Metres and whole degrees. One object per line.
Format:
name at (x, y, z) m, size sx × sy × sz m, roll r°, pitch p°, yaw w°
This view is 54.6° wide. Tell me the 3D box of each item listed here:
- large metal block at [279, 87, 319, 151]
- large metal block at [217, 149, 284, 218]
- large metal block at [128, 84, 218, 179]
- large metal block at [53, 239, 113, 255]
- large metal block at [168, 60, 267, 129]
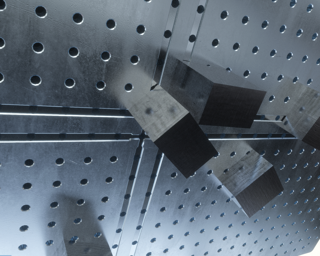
large metal block at (0.268, -0.013, 0.532) m, size 0.080 × 0.050 × 0.080 m, roll 21°, pitch 107°, yaw -36°
large metal block at (0.159, 0.098, 0.541) m, size 0.080 × 0.050 × 0.080 m, roll -39°, pitch 129°, yaw -2°
large metal block at (0.015, 0.004, 0.386) m, size 0.050 × 0.080 × 0.080 m, roll -40°, pitch 129°, yaw -1°
large metal block at (-0.108, 0.215, 0.449) m, size 0.080 × 0.080 × 0.050 m, roll 25°, pitch 105°, yaw -37°
large metal block at (0.068, -0.042, 0.386) m, size 0.081 × 0.080 × 0.050 m, roll 4°, pitch 117°, yaw -30°
